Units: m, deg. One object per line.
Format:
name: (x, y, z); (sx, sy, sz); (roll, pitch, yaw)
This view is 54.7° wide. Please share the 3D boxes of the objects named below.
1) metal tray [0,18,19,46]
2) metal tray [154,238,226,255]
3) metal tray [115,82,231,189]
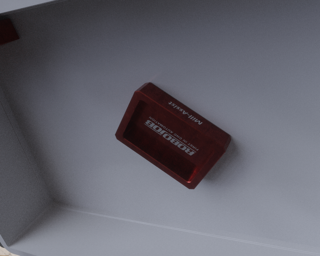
metal tray: (-0.271, -0.109, 0.416); (0.090, 0.131, 0.030); (-6, 115, 31)
metal tray: (0.049, 0.233, 0.487); (0.130, 0.090, 0.030); (9, 122, 23)
metal tray: (0.013, 0.012, 0.405); (0.130, 0.030, 0.089); (34, 129, 5)
